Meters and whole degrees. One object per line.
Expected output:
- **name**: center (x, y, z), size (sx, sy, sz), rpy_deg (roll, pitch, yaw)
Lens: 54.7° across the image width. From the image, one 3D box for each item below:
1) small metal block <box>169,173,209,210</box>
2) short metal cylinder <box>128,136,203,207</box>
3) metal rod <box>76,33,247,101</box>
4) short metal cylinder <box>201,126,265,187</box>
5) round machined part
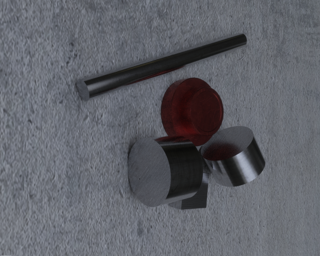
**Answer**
- **small metal block**: center (0.042, 0.087, 0.440), size (0.050, 0.025, 0.050), rpy_deg (9, 84, -40)
- **short metal cylinder**: center (0.005, 0.050, 0.373), size (0.050, 0.080, 0.079), rpy_deg (-2, 92, -40)
- **metal rod**: center (0.025, -0.093, 0.425), size (0.302, 0.025, 0.025), rpy_deg (-26, 107, -37)
- **short metal cylinder**: center (0.108, 0.041, 0.460), size (0.080, 0.080, 0.050), rpy_deg (-45, 117, -31)
- **round machined part**: center (0.052, -0.023, 0.438), size (0.099, 0.042, 0.097), rpy_deg (0, 90, -40)
